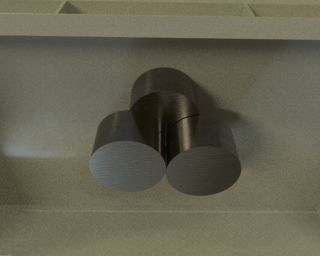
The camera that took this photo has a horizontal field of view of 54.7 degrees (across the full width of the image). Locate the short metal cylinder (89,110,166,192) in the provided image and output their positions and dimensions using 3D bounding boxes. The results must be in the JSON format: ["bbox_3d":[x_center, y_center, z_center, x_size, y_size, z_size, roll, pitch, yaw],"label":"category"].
[{"bbox_3d":[-0.034,0.027,0.347,0.081,0.050,0.079,0,130,0],"label":"short metal cylinder"}]

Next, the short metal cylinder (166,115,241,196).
[{"bbox_3d":[0.047,0.032,0.351,0.081,0.050,0.079,0,130,0],"label":"short metal cylinder"}]

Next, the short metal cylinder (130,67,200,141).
[{"bbox_3d":[0.005,-0.025,0.370,0.081,0.050,0.079,0,130,0],"label":"short metal cylinder"}]

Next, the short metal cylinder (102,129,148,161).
[{"bbox_3d":[-0.040,0.026,0.412,0.081,0.050,0.079,0,130,0],"label":"short metal cylinder"}]

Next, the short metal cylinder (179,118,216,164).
[{"bbox_3d":[0.042,0.030,0.416,0.081,0.050,0.079,0,130,0],"label":"short metal cylinder"}]
